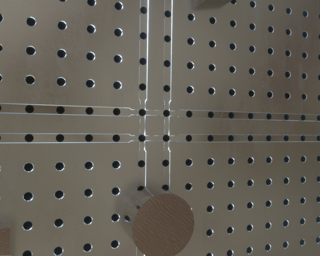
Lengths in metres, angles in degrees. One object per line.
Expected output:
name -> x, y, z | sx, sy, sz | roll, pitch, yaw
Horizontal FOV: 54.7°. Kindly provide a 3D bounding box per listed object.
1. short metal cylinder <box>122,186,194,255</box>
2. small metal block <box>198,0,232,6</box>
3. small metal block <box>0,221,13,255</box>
short metal cylinder -> -0.003, 0.119, 0.399 | 0.081, 0.050, 0.079 | 0, 90, -20
small metal block -> 0.079, -0.207, 0.443 | 0.050, 0.025, 0.050 | -13, 95, -20
small metal block -> -0.192, 0.134, 0.342 | 0.050, 0.025, 0.050 | 0, 90, -20
